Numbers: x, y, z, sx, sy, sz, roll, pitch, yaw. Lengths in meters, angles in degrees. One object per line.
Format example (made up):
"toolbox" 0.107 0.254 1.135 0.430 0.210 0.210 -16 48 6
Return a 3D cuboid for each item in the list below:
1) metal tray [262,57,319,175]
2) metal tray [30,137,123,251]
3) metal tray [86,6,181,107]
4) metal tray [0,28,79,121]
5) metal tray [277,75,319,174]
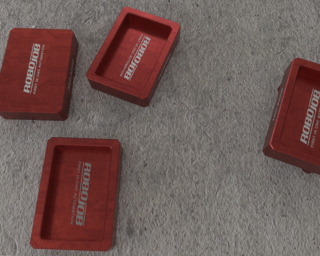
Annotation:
"metal tray" 0.189 -0.014 0.379 0.090 0.030 0.130 20 71 7
"metal tray" -0.096 0.078 0.375 0.091 0.030 0.130 2 70 0
"metal tray" -0.035 -0.104 0.442 0.090 0.030 0.130 21 71 7
"metal tray" -0.169 -0.076 0.432 0.091 0.030 0.130 2 70 0
"metal tray" 0.221 -0.011 0.411 0.091 0.030 0.130 -8 70 -3
